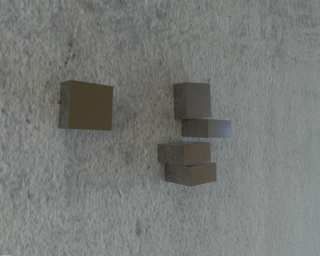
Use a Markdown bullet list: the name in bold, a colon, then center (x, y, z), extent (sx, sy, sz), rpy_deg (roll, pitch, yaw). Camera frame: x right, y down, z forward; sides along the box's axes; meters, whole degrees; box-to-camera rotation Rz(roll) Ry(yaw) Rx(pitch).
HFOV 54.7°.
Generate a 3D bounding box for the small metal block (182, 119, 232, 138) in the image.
- **small metal block**: center (0.067, 0.001, 0.447), extent (0.050, 0.050, 0.025), rpy_deg (2, 89, -40)

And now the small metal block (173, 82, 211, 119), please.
- **small metal block**: center (0.047, -0.039, 0.446), extent (0.050, 0.025, 0.050), rpy_deg (-5, 93, -40)

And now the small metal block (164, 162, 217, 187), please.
- **small metal block**: center (0.042, 0.061, 0.426), extent (0.050, 0.050, 0.025), rpy_deg (-2, 92, -40)

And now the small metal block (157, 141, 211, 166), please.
- **small metal block**: center (0.032, 0.033, 0.418), extent (0.050, 0.050, 0.025), rpy_deg (-4, 93, -40)

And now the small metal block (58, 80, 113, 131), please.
- **small metal block**: center (-0.080, -0.023, 0.339), extent (0.050, 0.025, 0.050), rpy_deg (4, 88, -40)
